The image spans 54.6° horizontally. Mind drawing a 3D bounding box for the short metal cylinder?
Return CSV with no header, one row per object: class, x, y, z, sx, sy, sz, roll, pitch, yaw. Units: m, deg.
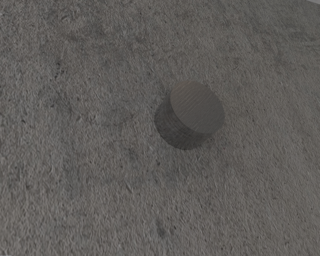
short metal cylinder,0.039,-0.017,0.418,0.081,0.050,0.080,13,56,-21
